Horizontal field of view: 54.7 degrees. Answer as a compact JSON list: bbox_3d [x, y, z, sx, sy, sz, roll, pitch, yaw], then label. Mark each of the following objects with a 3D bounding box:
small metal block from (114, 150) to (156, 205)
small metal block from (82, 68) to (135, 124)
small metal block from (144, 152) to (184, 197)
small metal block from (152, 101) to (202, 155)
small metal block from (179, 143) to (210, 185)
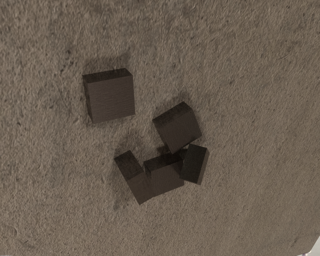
[{"bbox_3d":[-0.034,0.066,0.414,0.025,0.050,0.050,-29,129,-11],"label":"small metal block"},{"bbox_3d":[-0.058,-0.037,0.354,0.050,0.025,0.050,-14,125,-21],"label":"small metal block"},{"bbox_3d":[0.007,0.067,0.454,0.050,0.025,0.050,-18,126,-19],"label":"small metal block"},{"bbox_3d":[0.024,0.000,0.422,0.050,0.025,0.050,-32,129,-8],"label":"small metal block"},{"bbox_3d":[0.050,0.053,0.442,0.050,0.025,0.050,46,60,-71],"label":"small metal block"}]
